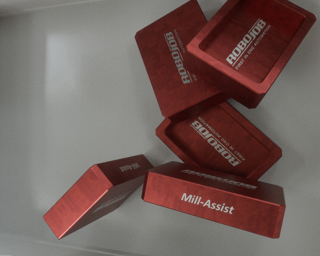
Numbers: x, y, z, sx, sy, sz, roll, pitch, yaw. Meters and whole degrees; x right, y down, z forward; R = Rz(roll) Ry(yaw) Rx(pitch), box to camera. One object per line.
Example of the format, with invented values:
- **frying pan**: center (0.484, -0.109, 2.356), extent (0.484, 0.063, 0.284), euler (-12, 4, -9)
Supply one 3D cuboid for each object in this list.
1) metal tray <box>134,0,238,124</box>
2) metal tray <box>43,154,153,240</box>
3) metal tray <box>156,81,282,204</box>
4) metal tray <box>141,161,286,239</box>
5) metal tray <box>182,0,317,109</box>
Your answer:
- **metal tray**: center (0.030, -0.081, 0.378), extent (0.090, 0.030, 0.130), euler (-26, 66, 16)
- **metal tray**: center (-0.066, 0.077, 0.378), extent (0.090, 0.130, 0.030), euler (-45, 76, 14)
- **metal tray**: center (0.070, 0.017, 0.382), extent (0.130, 0.030, 0.090), euler (44, 104, 14)
- **metal tray**: center (0.058, 0.068, 0.322), extent (0.130, 0.090, 0.030), euler (11, 94, 19)
- **metal tray**: center (0.097, -0.094, 0.333), extent (0.090, 0.030, 0.130), euler (35, 67, 11)
